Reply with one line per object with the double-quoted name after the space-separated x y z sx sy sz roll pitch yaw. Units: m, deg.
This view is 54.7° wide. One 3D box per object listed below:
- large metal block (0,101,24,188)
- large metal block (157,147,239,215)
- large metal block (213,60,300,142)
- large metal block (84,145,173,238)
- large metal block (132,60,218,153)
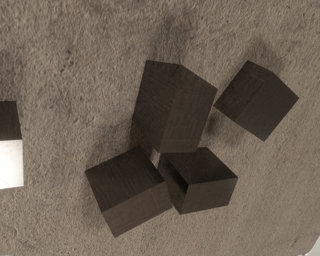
-0.174 0.015 0.286 0.081 0.080 0.050 -4 120 -27 "large metal block"
0.050 0.072 0.445 0.081 0.080 0.050 -2 120 -28 "large metal block"
0.138 -0.037 0.446 0.080 0.050 0.080 28 103 -38 "large metal block"
-0.041 0.078 0.399 0.081 0.080 0.050 -25 128 -14 "large metal block"
0.013 -0.026 0.363 0.050 0.080 0.079 1 118 -30 "large metal block"
